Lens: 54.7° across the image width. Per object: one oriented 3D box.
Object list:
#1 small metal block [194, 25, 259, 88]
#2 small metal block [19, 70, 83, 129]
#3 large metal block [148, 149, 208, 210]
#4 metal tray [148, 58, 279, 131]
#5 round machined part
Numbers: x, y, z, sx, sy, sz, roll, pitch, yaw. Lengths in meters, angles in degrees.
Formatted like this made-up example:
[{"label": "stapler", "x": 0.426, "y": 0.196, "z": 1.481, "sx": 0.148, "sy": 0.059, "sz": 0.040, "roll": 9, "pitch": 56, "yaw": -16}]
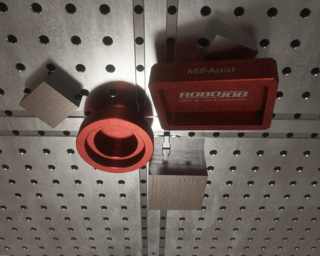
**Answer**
[{"label": "small metal block", "x": 0.071, "y": -0.079, "z": 0.346, "sx": 0.050, "sy": 0.025, "sz": 0.050, "roll": 18, "pitch": 128, "yaw": -15}, {"label": "small metal block", "x": -0.133, "y": -0.034, "z": 0.381, "sx": 0.050, "sy": 0.025, "sz": 0.050, "roll": -34, "pitch": 123, "yaw": 25}, {"label": "large metal block", "x": 0.023, "y": 0.078, "z": 0.462, "sx": 0.081, "sy": 0.050, "sz": 0.079, "roll": 1, "pitch": 130, "yaw": -2}, {"label": "metal tray", "x": 0.060, "y": -0.034, "z": 0.352, "sx": 0.131, "sy": 0.030, "sz": 0.090, "roll": -1, "pitch": 146, "yaw": 12}, {"label": "round machined part", "x": -0.057, "y": 0.012, "z": 0.410, "sx": 0.099, "sy": 0.042, "sz": 0.097, "roll": -1, "pitch": 130, "yaw": 0}]
